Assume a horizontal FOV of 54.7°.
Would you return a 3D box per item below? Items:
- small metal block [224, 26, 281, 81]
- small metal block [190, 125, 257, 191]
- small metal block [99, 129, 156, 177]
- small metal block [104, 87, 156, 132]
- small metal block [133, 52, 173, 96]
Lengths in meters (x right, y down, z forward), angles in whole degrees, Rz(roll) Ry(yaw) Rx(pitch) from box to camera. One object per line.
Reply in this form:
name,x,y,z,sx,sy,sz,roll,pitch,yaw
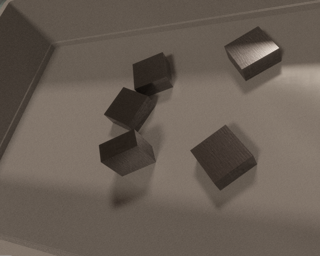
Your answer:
small metal block,0.120,-0.097,0.402,0.050,0.025,0.050,-30,52,9
small metal block,0.071,0.033,0.348,0.050,0.025,0.050,-37,51,3
small metal block,-0.040,0.032,0.390,0.050,0.050,0.025,-25,53,13
small metal block,-0.043,-0.026,0.443,0.050,0.025,0.050,24,74,36
small metal block,-0.011,-0.078,0.458,0.050,0.025,0.050,-19,55,17
